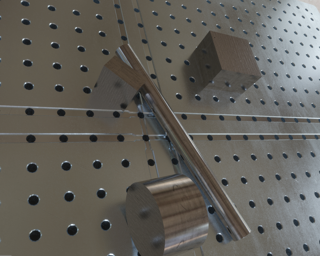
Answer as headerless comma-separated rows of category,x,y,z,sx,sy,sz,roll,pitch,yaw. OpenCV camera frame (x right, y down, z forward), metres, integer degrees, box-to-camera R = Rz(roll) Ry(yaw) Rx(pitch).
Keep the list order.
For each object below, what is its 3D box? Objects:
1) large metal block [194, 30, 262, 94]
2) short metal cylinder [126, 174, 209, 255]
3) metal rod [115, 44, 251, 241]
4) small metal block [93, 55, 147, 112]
large metal block,0.113,-0.109,0.522,0.081,0.050,0.080,4,60,-27
short metal cylinder,0.005,0.091,0.321,0.050,0.080,0.080,-6,65,-31
metal rod,0.024,0.010,0.416,0.025,0.025,0.299,-23,74,-36
small metal block,-0.052,-0.056,0.400,0.050,0.050,0.025,37,51,-4
